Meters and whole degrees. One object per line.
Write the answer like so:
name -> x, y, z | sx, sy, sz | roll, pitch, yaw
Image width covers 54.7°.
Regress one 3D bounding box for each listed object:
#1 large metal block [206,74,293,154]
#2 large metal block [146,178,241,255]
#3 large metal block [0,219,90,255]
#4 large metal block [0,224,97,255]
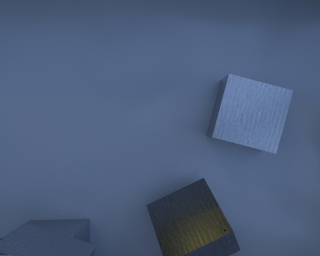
large metal block -> 0.112, -0.017, 0.400 | 0.080, 0.050, 0.080 | 15, 90, 0
large metal block -> 0.039, 0.121, 0.378 | 0.080, 0.080, 0.050 | -26, 132, 0
large metal block -> -0.136, 0.148, 0.382 | 0.081, 0.080, 0.050 | -1, 87, 0
large metal block -> -0.116, 0.140, 0.302 | 0.080, 0.080, 0.050 | 17, 87, 1
